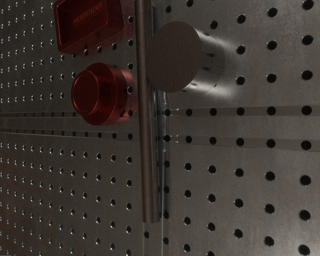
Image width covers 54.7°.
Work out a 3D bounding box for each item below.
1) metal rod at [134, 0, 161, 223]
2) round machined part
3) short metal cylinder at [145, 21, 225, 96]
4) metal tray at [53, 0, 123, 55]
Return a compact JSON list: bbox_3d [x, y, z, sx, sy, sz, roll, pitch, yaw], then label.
[{"bbox_3d":[-0.017,-0.024,0.420,0.025,0.025,0.298,-4,88,39],"label":"metal rod"},{"bbox_3d":[-0.100,-0.052,0.478,0.098,0.042,0.097,0,90,39],"label":"round machined part"},{"bbox_3d":[0.029,-0.080,0.368,0.080,0.050,0.079,0,90,39],"label":"short metal cylinder"},{"bbox_3d":[-0.120,-0.183,0.502,0.130,0.030,0.090,-13,82,39],"label":"metal tray"}]
